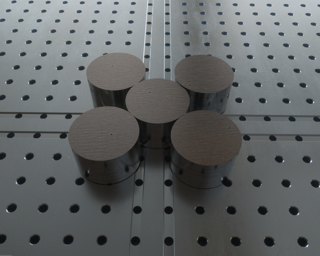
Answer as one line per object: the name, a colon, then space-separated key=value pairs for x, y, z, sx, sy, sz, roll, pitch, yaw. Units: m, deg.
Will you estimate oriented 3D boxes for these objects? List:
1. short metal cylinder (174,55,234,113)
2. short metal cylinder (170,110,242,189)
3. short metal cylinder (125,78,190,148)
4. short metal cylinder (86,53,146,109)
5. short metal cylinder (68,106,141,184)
short metal cylinder: x=0.060 y=-0.059 z=0.439 sx=0.081 sy=0.050 sz=0.080 roll=0 pitch=50 yaw=0
short metal cylinder: x=0.052 y=0.025 z=0.370 sx=0.081 sy=0.050 sz=0.080 roll=0 pitch=50 yaw=0
short metal cylinder: x=-0.003 y=-0.020 z=0.407 sx=0.081 sy=0.050 sz=0.080 roll=0 pitch=50 yaw=0
short metal cylinder: x=-0.060 y=-0.063 z=0.443 sx=0.081 sy=0.050 sz=0.080 roll=0 pitch=50 yaw=0
short metal cylinder: x=-0.064 y=0.020 z=0.372 sx=0.081 sy=0.050 sz=0.080 roll=0 pitch=50 yaw=0
